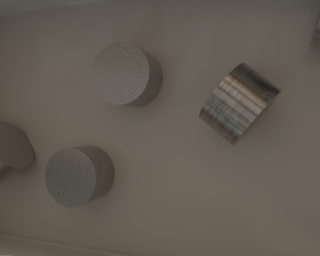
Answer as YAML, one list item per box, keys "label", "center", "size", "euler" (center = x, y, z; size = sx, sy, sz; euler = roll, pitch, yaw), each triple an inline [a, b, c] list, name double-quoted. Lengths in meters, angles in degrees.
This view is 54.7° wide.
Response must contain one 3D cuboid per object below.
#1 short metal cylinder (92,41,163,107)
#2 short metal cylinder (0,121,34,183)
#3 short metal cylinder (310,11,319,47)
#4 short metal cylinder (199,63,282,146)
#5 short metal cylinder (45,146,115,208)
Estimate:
- label: "short metal cylinder"
  center: [-0.042, -0.069, 0.411]
  size: [0.080, 0.050, 0.079]
  euler: [0, 90, 19]
- label: "short metal cylinder"
  center: [-0.241, 0.036, 0.464]
  size: [0.050, 0.080, 0.080]
  euler: [-33, 80, 17]
- label: "short metal cylinder"
  center: [0.192, -0.119, 0.314]
  size: [0.050, 0.080, 0.080]
  euler: [18, 96, 19]
- label: "short metal cylinder"
  center: [0.090, -0.026, 0.349]
  size: [0.050, 0.080, 0.080]
  euler: [42, 103, 15]
- label: "short metal cylinder"
  center: [-0.112, 0.066, 0.435]
  size: [0.080, 0.050, 0.079]
  euler: [0, 90, 19]
